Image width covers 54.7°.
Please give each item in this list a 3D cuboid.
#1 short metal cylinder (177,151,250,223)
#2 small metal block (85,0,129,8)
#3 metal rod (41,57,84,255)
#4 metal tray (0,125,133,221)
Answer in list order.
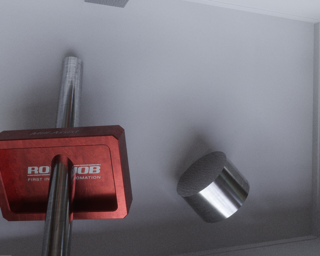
[{"bbox_3d":[0.069,0.077,0.408,0.080,0.080,0.050,-45,105,-15],"label":"short metal cylinder"},{"bbox_3d":[-0.062,-0.170,0.375,0.050,0.050,0.025,1,90,-20],"label":"small metal block"},{"bbox_3d":[-0.098,0.056,0.309,0.025,0.025,0.299,7,62,-20],"label":"metal rod"},{"bbox_3d":[-0.099,0.047,0.314,0.131,0.030,0.089,-3,108,5],"label":"metal tray"}]
